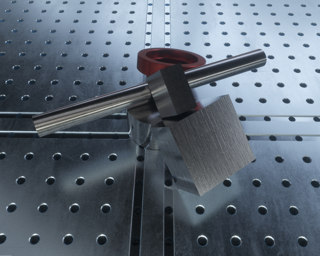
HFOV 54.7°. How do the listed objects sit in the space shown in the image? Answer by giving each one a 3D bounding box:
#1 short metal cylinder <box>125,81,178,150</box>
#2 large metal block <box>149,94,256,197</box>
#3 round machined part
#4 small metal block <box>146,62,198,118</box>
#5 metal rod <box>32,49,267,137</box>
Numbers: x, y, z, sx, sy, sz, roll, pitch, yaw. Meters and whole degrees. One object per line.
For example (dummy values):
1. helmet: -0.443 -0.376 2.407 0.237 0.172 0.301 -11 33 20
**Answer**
1. short metal cylinder: -0.003 -0.018 0.406 0.081 0.050 0.080 0 50 0
2. large metal block: 0.048 0.017 0.348 0.081 0.050 0.080 -29 100 -22
3. round machined part: 0.015 -0.084 0.452 0.099 0.042 0.098 5 28 -2
4. small metal block: 0.012 -0.040 0.346 0.025 0.050 0.050 -23 96 -19
5. metal rod: 0.001 -0.049 0.383 0.302 0.025 0.025 -19 53 -16
